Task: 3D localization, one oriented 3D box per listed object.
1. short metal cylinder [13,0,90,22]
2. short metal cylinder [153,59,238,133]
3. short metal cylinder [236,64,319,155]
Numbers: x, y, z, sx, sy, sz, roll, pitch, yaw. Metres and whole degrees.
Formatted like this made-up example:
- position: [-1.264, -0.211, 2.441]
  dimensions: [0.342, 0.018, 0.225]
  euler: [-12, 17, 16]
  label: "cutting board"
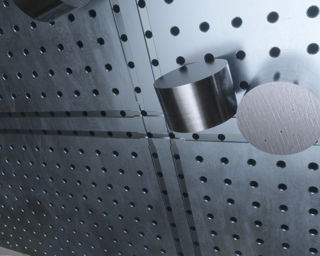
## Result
- position: [-0.121, -0.164, 0.338]
  dimensions: [0.050, 0.080, 0.080]
  euler: [-10, 113, 33]
  label: "short metal cylinder"
- position: [0.039, -0.036, 0.333]
  dimensions: [0.080, 0.080, 0.050]
  euler: [-6, 115, 31]
  label: "short metal cylinder"
- position: [0.124, -0.019, 0.318]
  dimensions: [0.080, 0.050, 0.079]
  euler: [13, 124, 21]
  label: "short metal cylinder"
